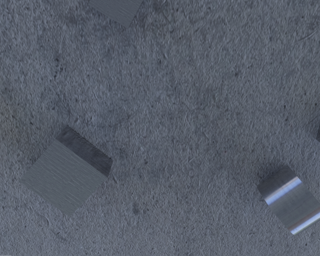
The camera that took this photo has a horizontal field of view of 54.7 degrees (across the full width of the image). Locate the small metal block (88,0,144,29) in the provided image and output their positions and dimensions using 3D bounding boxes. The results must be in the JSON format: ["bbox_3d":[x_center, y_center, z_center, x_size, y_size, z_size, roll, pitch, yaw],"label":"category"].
[{"bbox_3d":[-0.046,-0.150,0.354,0.050,0.025,0.050,29,107,-11],"label":"small metal block"}]

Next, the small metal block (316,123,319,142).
[{"bbox_3d":[0.243,-0.002,0.411,0.050,0.025,0.050,2,110,-1],"label":"small metal block"}]

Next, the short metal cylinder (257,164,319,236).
[{"bbox_3d":[0.177,0.096,0.417,0.050,0.080,0.080,-40,106,13],"label":"short metal cylinder"}]

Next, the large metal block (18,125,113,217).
[{"bbox_3d":[-0.123,0.057,0.416,0.080,0.050,0.080,40,105,-14],"label":"large metal block"}]
